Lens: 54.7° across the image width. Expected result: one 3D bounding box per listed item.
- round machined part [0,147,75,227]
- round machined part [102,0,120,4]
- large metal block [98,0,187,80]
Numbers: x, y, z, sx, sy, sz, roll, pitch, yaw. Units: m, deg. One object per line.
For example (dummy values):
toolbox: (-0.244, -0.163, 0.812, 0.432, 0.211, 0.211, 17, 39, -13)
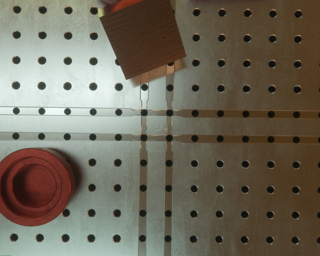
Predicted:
round machined part: (-0.160, 0.073, 0.403, 0.099, 0.042, 0.097, 0, 90, 0)
round machined part: (-0.049, -0.207, 0.404, 0.099, 0.042, 0.097, 0, 90, 0)
large metal block: (-0.022, -0.118, 0.383, 0.080, 0.050, 0.080, -22, 123, 0)
